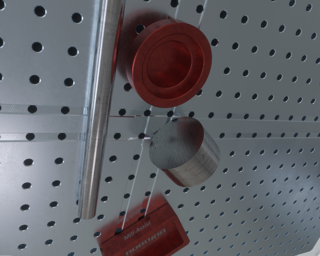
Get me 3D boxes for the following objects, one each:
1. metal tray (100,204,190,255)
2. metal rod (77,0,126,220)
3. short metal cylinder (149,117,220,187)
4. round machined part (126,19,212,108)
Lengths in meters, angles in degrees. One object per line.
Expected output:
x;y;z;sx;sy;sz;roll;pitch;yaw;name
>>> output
-0.022;0.194;0.515;0.131;0.030;0.090;-30;129;-9;metal tray
-0.072;-0.013;0.363;0.025;0.025;0.298;-2;119;-28;metal rod
0.033;0.032;0.413;0.080;0.080;0.050;-42;130;0;short metal cylinder
0.007;-0.076;0.357;0.099;0.042;0.097;-14;124;-21;round machined part
